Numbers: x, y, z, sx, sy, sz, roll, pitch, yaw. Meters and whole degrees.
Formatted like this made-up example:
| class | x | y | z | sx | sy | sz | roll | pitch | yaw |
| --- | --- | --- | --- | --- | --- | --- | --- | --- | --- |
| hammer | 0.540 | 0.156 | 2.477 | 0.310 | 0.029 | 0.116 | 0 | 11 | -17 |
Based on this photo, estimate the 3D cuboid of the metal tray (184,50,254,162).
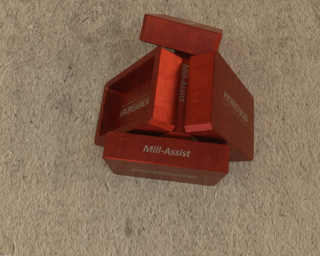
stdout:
| class | x | y | z | sx | sy | sz | roll | pitch | yaw |
| --- | --- | --- | --- | --- | --- | --- | --- | --- | --- |
| metal tray | 0.076 | -0.019 | 0.364 | 0.030 | 0.130 | 0.090 | -7 | 67 | 33 |

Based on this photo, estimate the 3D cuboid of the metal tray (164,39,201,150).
| class | x | y | z | sx | sy | sz | roll | pitch | yaw |
| --- | --- | --- | --- | --- | --- | --- | --- | --- | --- |
| metal tray | 0.026 | -0.036 | 0.388 | 0.030 | 0.090 | 0.130 | 7 | 70 | 2 |

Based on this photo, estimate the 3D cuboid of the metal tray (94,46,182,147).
| class | x | y | z | sx | sy | sz | roll | pitch | yaw |
| --- | --- | --- | --- | --- | --- | --- | --- | --- | --- |
| metal tray | -0.030 | -0.029 | 0.368 | 0.030 | 0.130 | 0.090 | 20 | 66 | -32 |

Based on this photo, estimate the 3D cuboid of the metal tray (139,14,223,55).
| class | x | y | z | sx | sy | sz | roll | pitch | yaw |
| --- | --- | --- | --- | --- | --- | --- | --- | --- | --- |
| metal tray | 0.034 | -0.123 | 0.406 | 0.090 | 0.130 | 0.030 | 17 | 112 | 5 |

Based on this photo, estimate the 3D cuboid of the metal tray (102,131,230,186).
| class | x | y | z | sx | sy | sz | roll | pitch | yaw |
| --- | --- | --- | --- | --- | --- | --- | --- | --- | --- |
| metal tray | 0.007 | 0.039 | 0.360 | 0.131 | 0.090 | 0.030 | 7 | 70 | 2 |
